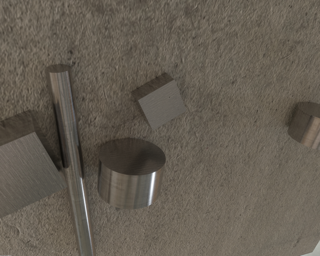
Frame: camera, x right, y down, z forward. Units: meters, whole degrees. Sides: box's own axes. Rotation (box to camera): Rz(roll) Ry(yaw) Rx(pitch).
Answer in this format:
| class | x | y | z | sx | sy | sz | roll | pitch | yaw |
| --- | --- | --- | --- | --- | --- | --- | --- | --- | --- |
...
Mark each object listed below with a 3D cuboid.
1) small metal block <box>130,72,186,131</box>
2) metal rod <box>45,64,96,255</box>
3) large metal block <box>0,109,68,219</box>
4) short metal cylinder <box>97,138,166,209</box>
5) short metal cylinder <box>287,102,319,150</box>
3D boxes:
| class | x | y | z | sx | sy | sz | roll | pitch | yaw |
| --- | --- | --- | --- | --- | --- | --- | --- | --- | --- |
| small metal block | -0.001 | -0.033 | 0.386 | 0.050 | 0.025 | 0.050 | -31 | 129 | -8 |
| metal rod | -0.106 | 0.067 | 0.390 | 0.025 | 0.025 | 0.298 | -13 | 124 | -22 |
| large metal block | -0.157 | 0.039 | 0.329 | 0.080 | 0.050 | 0.080 | -25 | 128 | -13 |
| short metal cylinder | -0.036 | 0.054 | 0.385 | 0.081 | 0.080 | 0.050 | -6 | 121 | -26 |
| short metal cylinder | 0.260 | -0.004 | 0.510 | 0.081 | 0.080 | 0.050 | -3 | 120 | -27 |
